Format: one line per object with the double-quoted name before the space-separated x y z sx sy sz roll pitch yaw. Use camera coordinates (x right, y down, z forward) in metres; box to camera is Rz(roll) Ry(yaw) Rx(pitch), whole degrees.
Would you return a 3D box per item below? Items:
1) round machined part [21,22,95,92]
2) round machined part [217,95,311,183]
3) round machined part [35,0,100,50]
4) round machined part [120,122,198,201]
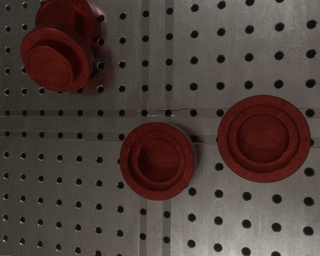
"round machined part" -0.144 -0.090 0.425 0.099 0.042 0.097 6 130 7
"round machined part" 0.119 0.012 0.361 0.098 0.042 0.097 0 90 19
"round machined part" -0.141 -0.150 0.452 0.098 0.042 0.097 0 90 19
"round machined part" 0.001 0.041 0.402 0.098 0.042 0.097 0 90 19
